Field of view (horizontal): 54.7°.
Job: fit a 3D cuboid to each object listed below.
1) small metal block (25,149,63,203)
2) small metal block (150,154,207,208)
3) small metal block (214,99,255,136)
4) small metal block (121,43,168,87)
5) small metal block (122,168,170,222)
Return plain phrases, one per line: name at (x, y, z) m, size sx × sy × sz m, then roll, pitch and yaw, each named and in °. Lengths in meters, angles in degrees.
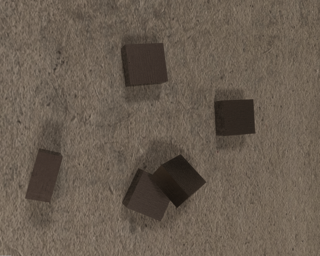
small metal block at (-0.130, 0.051, 0.348) m, size 0.025 × 0.050 × 0.050 m, roll 16°, pitch 85°, yaw -20°
small metal block at (0.024, 0.066, 0.396) m, size 0.050 × 0.025 × 0.050 m, roll 47°, pitch 31°, yaw 14°
small metal block at (0.109, -0.015, 0.451) m, size 0.050 × 0.025 × 0.050 m, roll -4°, pitch 92°, yaw -20°
small metal block at (-0.020, -0.082, 0.402) m, size 0.050 × 0.025 × 0.050 m, roll -8°, pitch 93°, yaw -20°
small metal block at (-0.014, 0.087, 0.405) m, size 0.050 × 0.025 × 0.050 m, roll 28°, pitch 81°, yaw -18°
